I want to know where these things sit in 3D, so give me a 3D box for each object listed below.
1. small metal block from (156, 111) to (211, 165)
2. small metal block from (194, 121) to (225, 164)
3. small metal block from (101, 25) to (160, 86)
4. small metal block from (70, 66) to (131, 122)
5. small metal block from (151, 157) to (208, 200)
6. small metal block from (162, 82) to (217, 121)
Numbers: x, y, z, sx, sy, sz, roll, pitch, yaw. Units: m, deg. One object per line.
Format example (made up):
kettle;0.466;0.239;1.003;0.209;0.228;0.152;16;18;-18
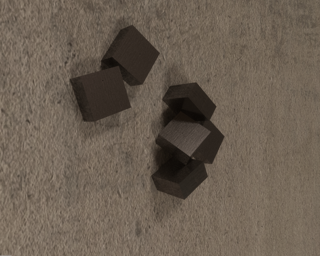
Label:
small metal block;0.031;0.013;0.415;0.050;0.025;0.050;36;58;14
small metal block;0.064;0.019;0.461;0.050;0.025;0.050;43;64;-32
small metal block;-0.035;-0.087;0.377;0.050;0.025;0.050;40;66;-33
small metal block;-0.066;-0.039;0.351;0.050;0.025;0.050;-25;106;-37
small metal block;0.026;0.064;0.411;0.050;0.050;0.025;-36;119;-34
small metal block;0.040;-0.034;0.424;0.050;0.050;0.025;44;64;-32
